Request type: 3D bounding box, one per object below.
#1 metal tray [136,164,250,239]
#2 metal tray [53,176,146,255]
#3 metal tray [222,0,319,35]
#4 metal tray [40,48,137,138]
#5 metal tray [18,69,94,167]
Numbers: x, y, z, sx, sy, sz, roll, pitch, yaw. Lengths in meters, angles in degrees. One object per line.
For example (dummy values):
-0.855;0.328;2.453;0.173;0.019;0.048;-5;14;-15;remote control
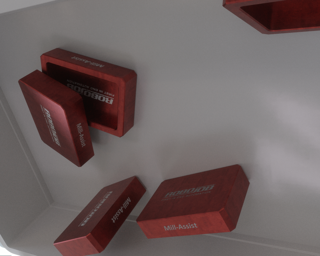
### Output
0.042;0.096;0.403;0.130;0.090;0.030;-19;108;35;metal tray
-0.087;0.132;0.468;0.090;0.131;0.030;-26;104;37;metal tray
0.124;-0.098;0.222;0.130;0.091;0.030;8;94;38;metal tray
-0.099;-0.049;0.426;0.130;0.030;0.089;19;126;17;metal tray
-0.145;-0.010;0.446;0.090;0.030;0.129;29;143;23;metal tray
